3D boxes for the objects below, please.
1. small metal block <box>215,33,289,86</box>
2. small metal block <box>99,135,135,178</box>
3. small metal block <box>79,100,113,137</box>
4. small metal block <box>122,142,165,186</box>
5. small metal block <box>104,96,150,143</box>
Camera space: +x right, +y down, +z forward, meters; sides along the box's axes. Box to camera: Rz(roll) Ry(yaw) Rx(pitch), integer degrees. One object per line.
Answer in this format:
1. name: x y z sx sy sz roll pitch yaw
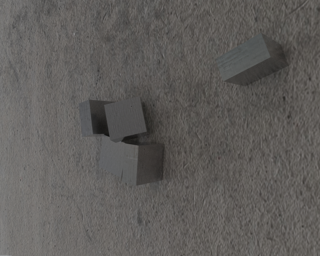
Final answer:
1. small metal block: 0.093 -0.066 0.312 0.050 0.050 0.025 -26 74 37
2. small metal block: -0.061 0.040 0.455 0.050 0.025 0.050 17 101 38
3. small metal block: -0.090 -0.014 0.463 0.025 0.050 0.050 -13 81 39
4. small metal block: -0.021 0.045 0.406 0.025 0.050 0.050 6 94 40
5. small metal block: -0.045 -0.011 0.426 0.050 0.025 0.050 -13 77 5
